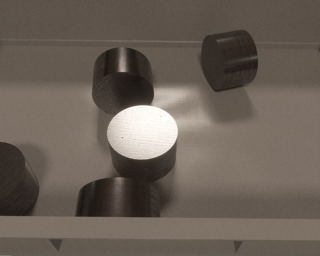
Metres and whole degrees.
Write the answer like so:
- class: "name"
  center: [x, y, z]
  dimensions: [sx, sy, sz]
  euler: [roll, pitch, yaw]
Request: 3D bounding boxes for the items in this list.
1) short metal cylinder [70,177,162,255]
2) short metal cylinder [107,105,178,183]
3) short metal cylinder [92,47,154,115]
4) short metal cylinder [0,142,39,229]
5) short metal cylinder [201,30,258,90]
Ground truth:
- class: "short metal cylinder"
  center: [-0.040, 0.089, 0.294]
  dimensions: [0.081, 0.080, 0.050]
  euler: [-1, 50, -2]
- class: "short metal cylinder"
  center: [-0.020, 0.019, 0.373]
  dimensions: [0.081, 0.050, 0.080]
  euler: [0, 50, 0]
- class: "short metal cylinder"
  center: [-0.050, -0.061, 0.420]
  dimensions: [0.081, 0.080, 0.050]
  euler: [-4, 50, -4]
- class: "short metal cylinder"
  center: [-0.180, 0.062, 0.335]
  dimensions: [0.081, 0.050, 0.080]
  euler: [0, 50, 0]
- class: "short metal cylinder"
  center: [0.100, -0.099, 0.454]
  dimensions: [0.050, 0.080, 0.080]
  euler: [-13, 52, -11]
